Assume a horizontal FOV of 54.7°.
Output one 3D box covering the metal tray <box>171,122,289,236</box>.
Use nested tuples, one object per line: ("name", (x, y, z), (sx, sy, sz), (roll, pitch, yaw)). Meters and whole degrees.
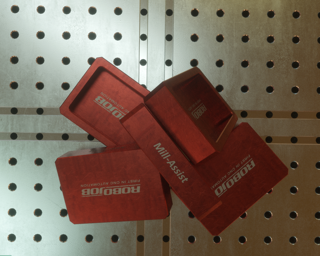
("metal tray", (0.090, 0.065, 0.411), (0.130, 0.030, 0.090), (-41, 91, -1))

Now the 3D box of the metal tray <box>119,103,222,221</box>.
("metal tray", (0.011, 0.034, 0.350), (0.030, 0.090, 0.130), (-38, 91, 0))

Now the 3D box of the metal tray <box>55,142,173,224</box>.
("metal tray", (-0.057, 0.069, 0.386), (0.130, 0.030, 0.089), (-8, 101, 14))

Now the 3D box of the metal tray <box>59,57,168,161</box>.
("metal tray", (-0.052, -0.020, 0.410), (0.130, 0.030, 0.090), (36, 90, -1))

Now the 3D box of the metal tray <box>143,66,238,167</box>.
("metal tray", (0.043, -0.021, 0.362), (0.030, 0.131, 0.090), (-38, 90, 28))
